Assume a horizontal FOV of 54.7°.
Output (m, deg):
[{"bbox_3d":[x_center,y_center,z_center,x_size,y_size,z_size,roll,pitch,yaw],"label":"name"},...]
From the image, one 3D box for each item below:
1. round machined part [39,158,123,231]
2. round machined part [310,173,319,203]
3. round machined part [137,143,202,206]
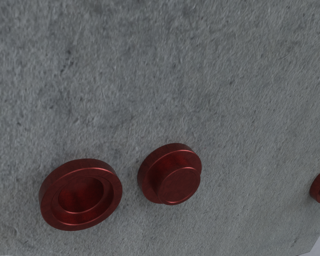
[{"bbox_3d":[-0.101,0.078,0.390,0.099,0.042,0.097,-14,125,-21],"label":"round machined part"},{"bbox_3d":[0.391,0.133,0.696,0.099,0.042,0.097,-14,125,-21],"label":"round machined part"},{"bbox_3d":[0.020,0.074,0.455,0.099,0.042,0.097,-14,125,-21],"label":"round machined part"}]
